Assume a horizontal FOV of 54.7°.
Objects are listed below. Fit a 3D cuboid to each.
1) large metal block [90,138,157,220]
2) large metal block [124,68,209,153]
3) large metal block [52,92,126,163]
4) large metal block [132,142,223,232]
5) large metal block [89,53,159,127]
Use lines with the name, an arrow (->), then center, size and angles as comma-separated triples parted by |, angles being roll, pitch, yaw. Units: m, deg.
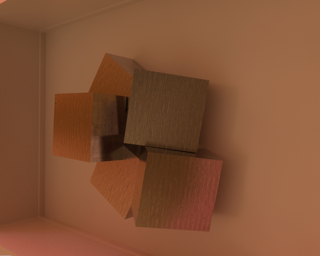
large metal block -> -0.039, 0.060, 0.415 | 0.080, 0.050, 0.079 | 37, 112, 33
large metal block -> 0.005, -0.021, 0.355 | 0.081, 0.050, 0.079 | 8, 97, -6
large metal block -> -0.091, -0.002, 0.394 | 0.080, 0.050, 0.079 | 4, 91, 40
large metal block -> 0.016, 0.064, 0.345 | 0.050, 0.081, 0.079 | -138, 57, -76
large metal block -> -0.050, -0.045, 0.428 | 0.080, 0.050, 0.080 | 43, 116, 31
